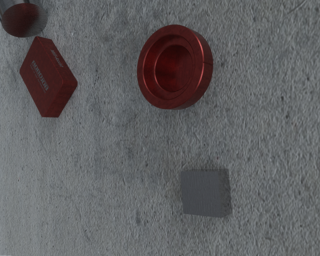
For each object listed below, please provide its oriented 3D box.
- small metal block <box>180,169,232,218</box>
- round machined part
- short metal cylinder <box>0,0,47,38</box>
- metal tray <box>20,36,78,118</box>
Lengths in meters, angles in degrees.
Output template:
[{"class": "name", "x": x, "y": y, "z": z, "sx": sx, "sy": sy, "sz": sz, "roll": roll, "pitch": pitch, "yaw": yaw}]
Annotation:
[{"class": "small metal block", "x": 0.053, "y": 0.074, "z": 0.360, "sx": 0.050, "sy": 0.025, "sz": 0.050, "roll": -6, "pitch": 86, "yaw": 39}, {"class": "round machined part", "x": 0.022, "y": -0.070, "z": 0.374, "sx": 0.098, "sy": 0.042, "sz": 0.097, "roll": 0, "pitch": 90, "yaw": 39}, {"class": "short metal cylinder", "x": -0.260, "y": -0.217, "z": 0.580, "sx": 0.080, "sy": 0.081, "sz": 0.050, "roll": -43, "pitch": 65, "yaw": 31}, {"class": "metal tray", "x": -0.208, "y": -0.094, "z": 0.570, "sx": 0.090, "sy": 0.030, "sz": 0.130, "roll": -50, "pitch": 61, "yaw": 28}]
